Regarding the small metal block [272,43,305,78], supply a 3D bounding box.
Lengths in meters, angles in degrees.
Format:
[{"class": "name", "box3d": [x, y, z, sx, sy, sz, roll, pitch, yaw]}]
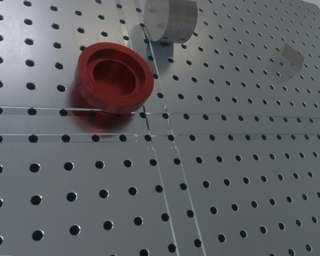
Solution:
[{"class": "small metal block", "box3d": [0.264, -0.139, 0.635, 0.050, 0.025, 0.050, 37, 51, -4]}]

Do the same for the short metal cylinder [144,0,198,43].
[{"class": "short metal cylinder", "box3d": [0.015, -0.176, 0.488, 0.050, 0.080, 0.080, -4, 64, -30]}]

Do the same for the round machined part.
[{"class": "round machined part", "box3d": [-0.061, -0.059, 0.400, 0.099, 0.042, 0.098, 14, 56, -21]}]
